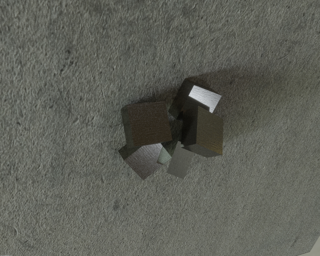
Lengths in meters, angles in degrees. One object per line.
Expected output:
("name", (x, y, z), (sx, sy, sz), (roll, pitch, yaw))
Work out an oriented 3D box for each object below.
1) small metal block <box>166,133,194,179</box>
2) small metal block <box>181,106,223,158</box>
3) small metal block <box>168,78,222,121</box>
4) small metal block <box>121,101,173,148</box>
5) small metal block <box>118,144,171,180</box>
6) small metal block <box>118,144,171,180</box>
("small metal block", (0.033, 0.035, 0.430), (0.025, 0.050, 0.050), (20, 112, 4))
("small metal block", (0.054, 0.006, 0.394), (0.050, 0.025, 0.050), (23, 62, -37))
("small metal block", (0.046, -0.033, 0.415), (0.050, 0.025, 0.050), (15, 111, -35))
("small metal block", (-0.017, -0.004, 0.382), (0.050, 0.025, 0.050), (-8, 84, -25))
("small metal block", (-0.020, 0.035, 0.421), (0.050, 0.025, 0.050), (-39, 129, -3))
("small metal block", (-0.020, 0.035, 0.421), (0.050, 0.025, 0.050), (-38, 130, -3))
